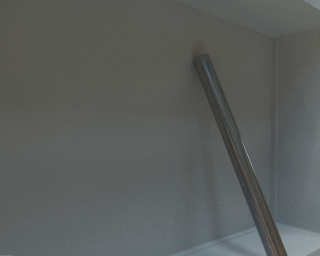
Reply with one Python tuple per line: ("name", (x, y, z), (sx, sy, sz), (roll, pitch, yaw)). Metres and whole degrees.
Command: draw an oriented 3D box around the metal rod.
("metal rod", (0.107, 0.035, 0.425), (0.025, 0.025, 0.299), (-8, 73, -40))
